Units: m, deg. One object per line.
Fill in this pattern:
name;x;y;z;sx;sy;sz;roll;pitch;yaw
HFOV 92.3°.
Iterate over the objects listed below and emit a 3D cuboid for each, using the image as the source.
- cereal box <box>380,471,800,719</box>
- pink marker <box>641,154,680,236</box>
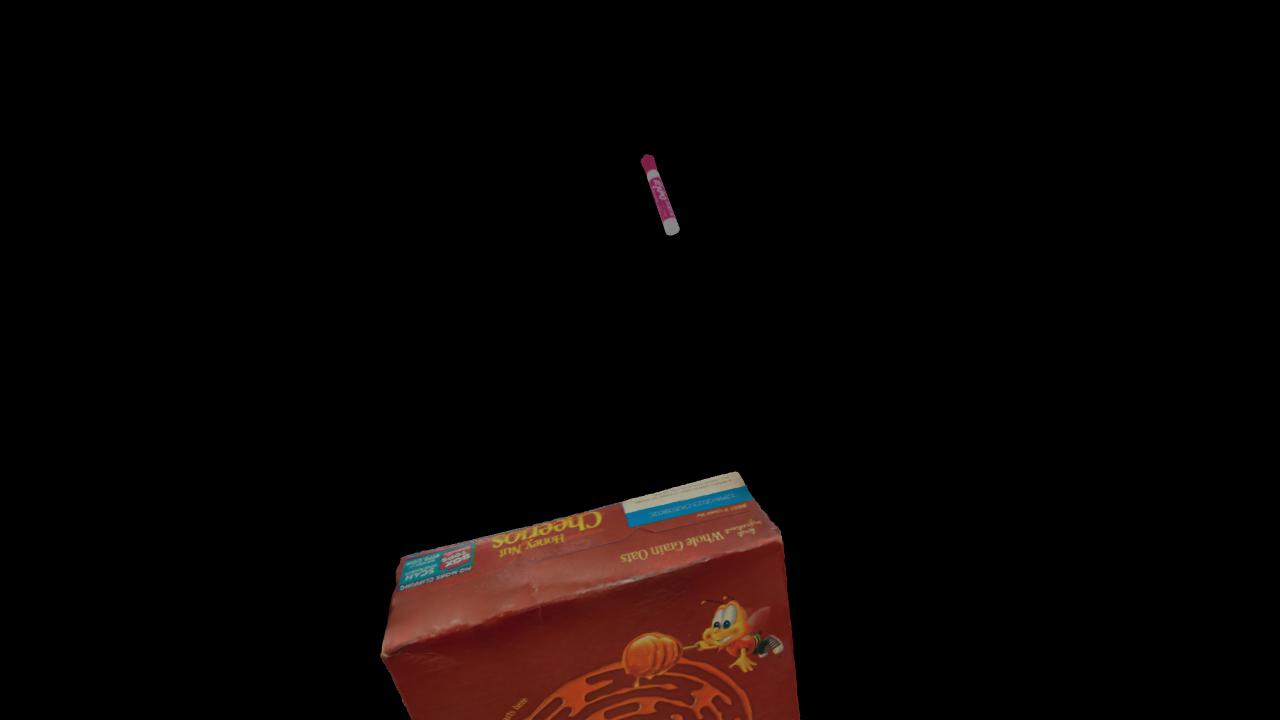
cereal box;-0.006;0.233;0.380;0.203;0.306;0.081;-14;21;-7
pink marker;0.025;-0.217;0.799;0.020;0.121;0.020;-15;-20;-6
